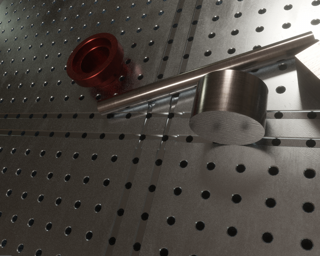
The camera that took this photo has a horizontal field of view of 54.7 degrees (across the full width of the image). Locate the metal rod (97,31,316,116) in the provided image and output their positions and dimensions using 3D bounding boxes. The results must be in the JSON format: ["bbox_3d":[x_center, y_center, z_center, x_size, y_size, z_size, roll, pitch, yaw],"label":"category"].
[{"bbox_3d":[0.049,-0.068,0.423,0.301,0.025,0.025,-15,56,19],"label":"metal rod"}]

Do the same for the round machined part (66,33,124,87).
[{"bbox_3d":[-0.102,-0.107,0.515,0.098,0.042,0.098,-13,56,20],"label":"round machined part"}]

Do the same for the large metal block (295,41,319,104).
[{"bbox_3d":[0.202,-0.058,0.322,0.080,0.050,0.080,-31,52,7],"label":"large metal block"}]

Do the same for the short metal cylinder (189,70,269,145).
[{"bbox_3d":[0.077,-0.020,0.345,0.080,0.080,0.050,0,62,28],"label":"short metal cylinder"}]
